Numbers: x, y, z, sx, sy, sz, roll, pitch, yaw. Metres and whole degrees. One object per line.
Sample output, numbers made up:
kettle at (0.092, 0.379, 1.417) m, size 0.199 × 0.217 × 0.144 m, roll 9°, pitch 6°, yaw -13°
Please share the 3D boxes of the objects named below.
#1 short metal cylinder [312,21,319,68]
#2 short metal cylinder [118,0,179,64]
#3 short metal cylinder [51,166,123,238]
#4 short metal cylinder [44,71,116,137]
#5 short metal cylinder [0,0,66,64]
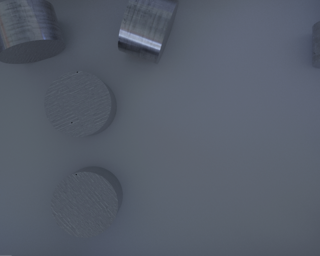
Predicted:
short metal cylinder at (0.235, -0.106, 0.387) m, size 0.081 × 0.080 × 0.050 m, roll 0°, pitch 90°, yaw -1°
short metal cylinder at (-0.014, -0.126, 0.384) m, size 0.050 × 0.080 × 0.080 m, roll 20°, pitch 90°, yaw -1°
short metal cylinder at (-0.091, 0.092, 0.398) m, size 0.081 × 0.050 × 0.079 m, roll 0°, pitch 90°, yaw -1°
short metal cylinder at (-0.099, -0.029, 0.398) m, size 0.081 × 0.050 × 0.079 m, roll 0°, pitch 90°, yaw -1°
short metal cylinder at (-0.164, -0.117, 0.382) m, size 0.080 × 0.080 × 0.050 m, roll -17°, pitch 90°, yaw 0°
